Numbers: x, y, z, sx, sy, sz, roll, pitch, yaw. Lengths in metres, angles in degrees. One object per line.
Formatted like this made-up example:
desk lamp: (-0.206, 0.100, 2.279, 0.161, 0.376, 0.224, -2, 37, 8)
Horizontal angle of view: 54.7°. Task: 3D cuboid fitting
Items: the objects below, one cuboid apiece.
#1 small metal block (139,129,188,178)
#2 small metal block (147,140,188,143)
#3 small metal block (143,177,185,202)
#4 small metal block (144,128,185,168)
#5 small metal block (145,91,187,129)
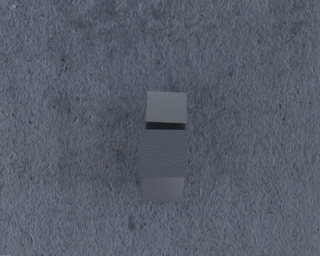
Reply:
small metal block: (0.003, 0.027, 0.336, 0.050, 0.025, 0.050, 1, 90, -1)
small metal block: (0.006, 0.027, 0.373, 0.050, 0.050, 0.025, 2, 90, -1)
small metal block: (0.004, 0.069, 0.399, 0.050, 0.025, 0.050, 2, 131, -1)
small metal block: (0.006, 0.026, 0.412, 0.050, 0.025, 0.050, 2, 90, -1)
small metal block: (0.008, -0.020, 0.399, 0.050, 0.025, 0.050, 3, 54, 0)
